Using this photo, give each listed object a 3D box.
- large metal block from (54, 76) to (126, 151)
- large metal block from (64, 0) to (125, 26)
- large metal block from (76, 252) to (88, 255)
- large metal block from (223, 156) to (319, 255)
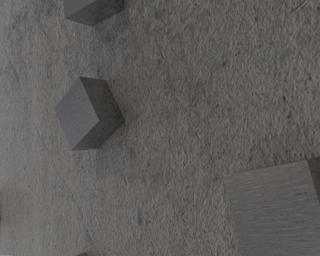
[{"bbox_3d":[-0.110,-0.021,0.480,0.080,0.050,0.080,-41,65,32],"label":"large metal block"},{"bbox_3d":[-0.104,-0.213,0.474,0.080,0.050,0.080,-8,85,39],"label":"large metal block"},{"bbox_3d":[-0.130,0.265,0.496,0.080,0.050,0.079,34,111,34],"label":"large metal block"},{"bbox_3d":[0.116,0.075,0.293,0.080,0.050,0.080,-19,78,38],"label":"large metal block"}]
